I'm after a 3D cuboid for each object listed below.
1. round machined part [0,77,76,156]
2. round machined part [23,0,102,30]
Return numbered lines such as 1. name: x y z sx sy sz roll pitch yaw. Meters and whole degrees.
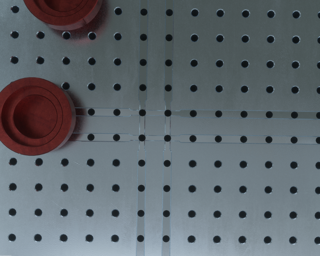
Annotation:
1. round machined part: -0.159 -0.014 0.403 0.099 0.042 0.097 0 90 -1
2. round machined part: -0.123 -0.175 0.403 0.099 0.042 0.097 0 90 -1
